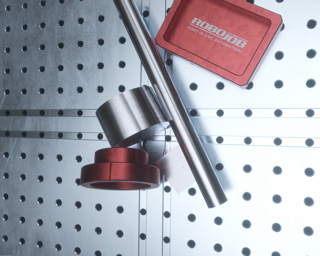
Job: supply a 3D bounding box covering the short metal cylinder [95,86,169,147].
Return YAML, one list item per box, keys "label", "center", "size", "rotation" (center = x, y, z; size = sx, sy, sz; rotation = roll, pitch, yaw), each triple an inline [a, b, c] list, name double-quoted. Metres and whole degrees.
- label: "short metal cylinder"
  center: [-0.034, -0.011, 0.395]
  size: [0.080, 0.080, 0.050]
  rotation: [-29, 81, 17]

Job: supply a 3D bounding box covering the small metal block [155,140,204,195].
- label: "small metal block"
  center: [0.031, 0.049, 0.401]
  size: [0.050, 0.025, 0.050]
  rotation: [-40, 78, 15]

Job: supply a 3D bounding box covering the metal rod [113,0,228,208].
- label: "metal rod"
  center: [0.007, -0.046, 0.380]
  size: [0.025, 0.025, 0.299]
  rotation: [-27, 82, 18]

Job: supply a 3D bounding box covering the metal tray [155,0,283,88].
- label: "metal tray"
  center: [0.070, -0.117, 0.384]
  size: [0.130, 0.030, 0.090]
  rotation: [31, 100, 17]

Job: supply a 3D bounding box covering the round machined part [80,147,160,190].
- label: "round machined part"
  center: [-0.049, 0.052, 0.393]
  size: [0.098, 0.098, 0.042]
  rotation: [-7, 71, 19]
